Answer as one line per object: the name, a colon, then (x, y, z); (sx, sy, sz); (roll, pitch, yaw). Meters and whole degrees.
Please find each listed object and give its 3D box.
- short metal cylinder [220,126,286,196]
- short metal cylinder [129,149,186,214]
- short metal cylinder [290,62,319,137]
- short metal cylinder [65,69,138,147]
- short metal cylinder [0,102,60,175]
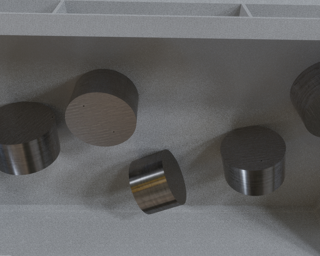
short metal cylinder: (0.124, 0.042, 0.411); (0.080, 0.080, 0.050); (-11, 129, 8)
short metal cylinder: (-0.002, 0.076, 0.438); (0.050, 0.080, 0.080); (-21, 127, 16)
short metal cylinder: (0.204, -0.034, 0.367); (0.081, 0.050, 0.079); (0, 130, 0)
short metal cylinder: (-0.067, -0.024, 0.372); (0.081, 0.050, 0.079); (0, 130, 0)
short metal cylinder: (-0.168, 0.011, 0.380); (0.081, 0.080, 0.050); (3, 130, -3)
